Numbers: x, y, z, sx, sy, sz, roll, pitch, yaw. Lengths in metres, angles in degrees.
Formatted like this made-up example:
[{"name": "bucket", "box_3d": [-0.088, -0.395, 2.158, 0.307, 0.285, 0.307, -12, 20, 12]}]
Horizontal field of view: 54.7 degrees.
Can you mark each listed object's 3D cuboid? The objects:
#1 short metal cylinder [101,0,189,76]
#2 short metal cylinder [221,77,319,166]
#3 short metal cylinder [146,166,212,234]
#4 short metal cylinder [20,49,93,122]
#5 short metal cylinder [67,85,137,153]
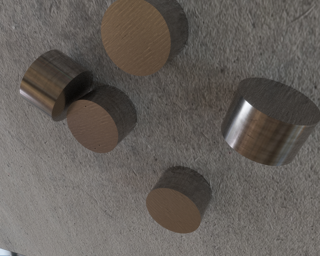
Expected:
[{"name": "short metal cylinder", "box_3d": [-0.016, -0.103, 0.335, 0.080, 0.050, 0.079, 13, 124, 21]}, {"name": "short metal cylinder", "box_3d": [0.108, -0.008, 0.309, 0.080, 0.080, 0.050, 25, 127, 12]}, {"name": "short metal cylinder", "box_3d": [0.027, 0.101, 0.439, 0.080, 0.050, 0.079, 13, 124, 21]}, {"name": "short metal cylinder", "box_3d": [-0.134, -0.055, 0.408, 0.050, 0.080, 0.079, 35, 129, 5]}, {"name": "short metal cylinder", "box_3d": [-0.079, -0.012, 0.425, 0.080, 0.050, 0.079, 13, 124, 21]}]
